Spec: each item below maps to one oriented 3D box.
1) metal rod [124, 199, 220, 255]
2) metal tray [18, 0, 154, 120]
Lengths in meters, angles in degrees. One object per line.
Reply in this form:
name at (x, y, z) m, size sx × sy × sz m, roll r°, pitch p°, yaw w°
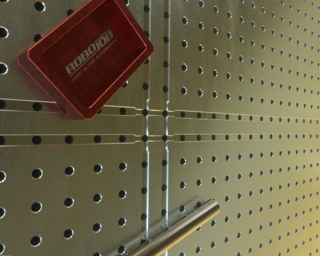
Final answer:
metal rod at (-0.027, 0.164, 0.388) m, size 0.302 × 0.025 × 0.025 m, roll -21°, pitch 103°, yaw -38°
metal tray at (-0.074, -0.083, 0.344) m, size 0.130 × 0.030 × 0.090 m, roll -53°, pitch 121°, yaw -27°
